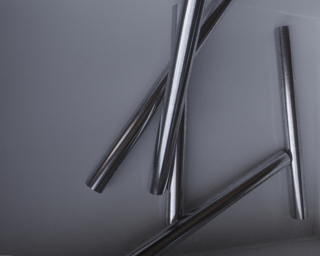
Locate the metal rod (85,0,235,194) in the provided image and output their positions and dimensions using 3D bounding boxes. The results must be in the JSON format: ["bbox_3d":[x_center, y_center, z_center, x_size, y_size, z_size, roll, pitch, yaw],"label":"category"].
[{"bbox_3d":[0.003,-0.050,0.391,0.025,0.025,0.300,36,86,-17],"label":"metal rod"}]

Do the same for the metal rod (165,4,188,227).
[{"bbox_3d":[0.024,-0.014,0.419,0.025,0.025,0.298,2,89,-20],"label":"metal rod"}]

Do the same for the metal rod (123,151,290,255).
[{"bbox_3d":[0.070,0.107,0.415,0.302,0.025,0.025,-26,99,-26],"label":"metal rod"}]

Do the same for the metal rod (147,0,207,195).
[{"bbox_3d":[0.021,-0.053,0.354,0.025,0.025,0.298,2,114,-20],"label":"metal rod"}]

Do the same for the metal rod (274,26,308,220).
[{"bbox_3d":[0.206,-0.007,0.486,0.025,0.025,0.298,-7,93,-20],"label":"metal rod"}]
